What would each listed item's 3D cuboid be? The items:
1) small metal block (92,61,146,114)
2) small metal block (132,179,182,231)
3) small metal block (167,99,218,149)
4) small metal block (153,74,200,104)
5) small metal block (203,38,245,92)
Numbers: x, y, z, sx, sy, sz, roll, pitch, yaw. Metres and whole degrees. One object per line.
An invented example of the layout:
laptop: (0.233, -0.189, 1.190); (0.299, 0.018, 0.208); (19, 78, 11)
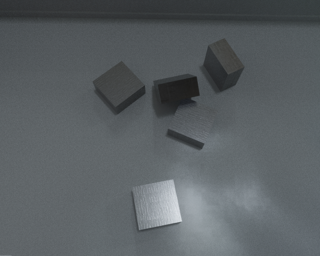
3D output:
small metal block: (-0.056, -0.056, 0.429); (0.050, 0.025, 0.050); (-39, 75, -13)
small metal block: (-0.004, 0.094, 0.375); (0.050, 0.025, 0.050); (-10, 70, -4)
small metal block: (0.043, -0.007, 0.413); (0.050, 0.025, 0.050); (23, 71, 7)
small metal block: (0.021, -0.054, 0.413); (0.050, 0.050, 0.025); (-13, 105, -5)
small metal block: (0.087, -0.086, 0.429); (0.025, 0.050, 0.050); (-26, 72, -9)
